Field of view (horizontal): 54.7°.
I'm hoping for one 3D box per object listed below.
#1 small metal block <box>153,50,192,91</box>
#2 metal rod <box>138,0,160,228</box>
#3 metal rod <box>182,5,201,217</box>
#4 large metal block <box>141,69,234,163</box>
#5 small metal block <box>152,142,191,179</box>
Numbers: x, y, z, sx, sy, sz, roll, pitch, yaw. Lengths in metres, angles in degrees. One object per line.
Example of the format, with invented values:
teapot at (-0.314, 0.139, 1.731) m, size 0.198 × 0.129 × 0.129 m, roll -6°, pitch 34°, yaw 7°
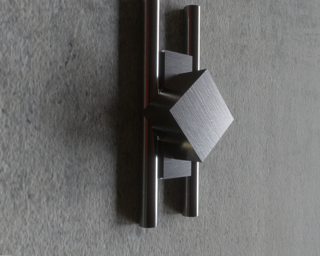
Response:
small metal block at (0.017, -0.075, 0.421) m, size 0.050 × 0.025 × 0.050 m, roll 1°, pitch 90°, yaw -40°
metal rod at (-0.013, -0.025, 0.397) m, size 0.025 × 0.025 × 0.298 m, roll 1°, pitch 90°, yaw -40°
metal rod at (0.045, -0.024, 0.447) m, size 0.025 × 0.025 × 0.298 m, roll 1°, pitch 90°, yaw -40°
large metal block at (0.037, -0.015, 0.388) m, size 0.080 × 0.050 × 0.080 m, roll -49°, pitch 119°, yaw -29°
small metal block at (0.016, 0.041, 0.420) m, size 0.050 × 0.025 × 0.050 m, roll 1°, pitch 90°, yaw -40°
